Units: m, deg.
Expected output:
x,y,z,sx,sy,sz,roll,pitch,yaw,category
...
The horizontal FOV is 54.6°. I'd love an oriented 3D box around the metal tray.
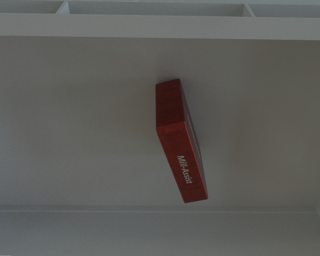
x,y,z,sx,sy,sz,roll,pitch,yaw,category
0.027,0.018,0.378,0.030,0.090,0.130,-13,129,9,metal tray
